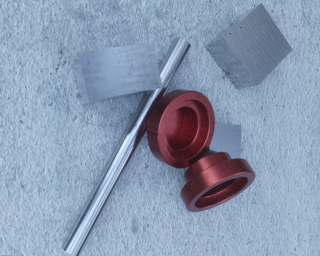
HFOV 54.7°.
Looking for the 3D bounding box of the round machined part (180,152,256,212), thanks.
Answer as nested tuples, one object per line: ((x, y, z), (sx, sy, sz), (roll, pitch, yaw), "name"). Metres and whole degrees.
((0.071, 0.067, 0.407), (0.099, 0.097, 0.042), (-14, 57, -20), "round machined part")

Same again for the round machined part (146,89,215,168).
((0.022, -0.001, 0.396), (0.099, 0.042, 0.097), (-12, 109, -38), "round machined part")

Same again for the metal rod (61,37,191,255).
((-0.038, 0.016, 0.395), (0.025, 0.025, 0.299), (31, 80, -18), "metal rod")

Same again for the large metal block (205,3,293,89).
((0.126, -0.114, 0.442), (0.080, 0.050, 0.080), (-44, 104, -15), "large metal block")

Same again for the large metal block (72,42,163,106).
((-0.053, -0.060, 0.360), (0.081, 0.080, 0.050), (-14, 95, -20), "large metal block")

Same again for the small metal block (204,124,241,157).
((0.087, 0.020, 0.441), (0.050, 0.025, 0.050), (1, 90, -20), "small metal block")
